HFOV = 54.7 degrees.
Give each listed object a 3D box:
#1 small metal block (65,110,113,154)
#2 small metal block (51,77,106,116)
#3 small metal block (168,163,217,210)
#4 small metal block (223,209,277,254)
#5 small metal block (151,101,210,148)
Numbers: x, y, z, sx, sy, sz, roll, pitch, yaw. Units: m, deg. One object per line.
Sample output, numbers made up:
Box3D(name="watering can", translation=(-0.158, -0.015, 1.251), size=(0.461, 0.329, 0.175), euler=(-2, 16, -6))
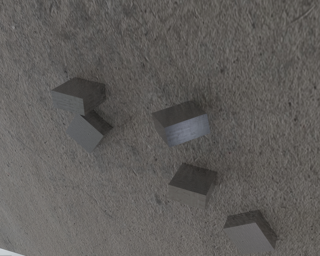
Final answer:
Box3D(name="small metal block", translation=(-0.107, 0.003, 0.465), size=(0.050, 0.025, 0.050), euler=(42, 129, -1))
Box3D(name="small metal block", translation=(-0.109, -0.044, 0.421), size=(0.050, 0.050, 0.025), euler=(15, 125, 19))
Box3D(name="small metal block", translation=(0.044, 0.077, 0.415), size=(0.050, 0.050, 0.025), euler=(13, 124, 21))
Box3D(name="small metal block", translation=(0.126, 0.145, 0.431), size=(0.050, 0.025, 0.050), euler=(-27, 104, 37))
Box3D(name="small metal block", translation=(0.023, -0.006, 0.361), size=(0.050, 0.050, 0.025), euler=(-19, 116, -11))
